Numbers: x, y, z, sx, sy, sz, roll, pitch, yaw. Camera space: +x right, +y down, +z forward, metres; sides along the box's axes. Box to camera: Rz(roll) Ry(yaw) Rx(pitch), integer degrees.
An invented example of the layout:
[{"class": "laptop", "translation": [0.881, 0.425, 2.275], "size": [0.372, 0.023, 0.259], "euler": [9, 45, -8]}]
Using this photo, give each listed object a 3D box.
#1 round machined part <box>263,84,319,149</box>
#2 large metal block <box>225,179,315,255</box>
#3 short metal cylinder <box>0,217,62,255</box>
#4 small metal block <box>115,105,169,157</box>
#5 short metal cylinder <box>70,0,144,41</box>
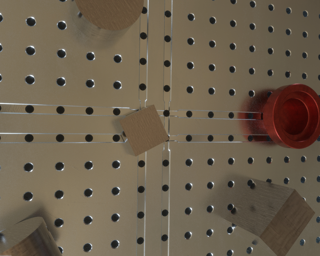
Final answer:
[{"class": "round machined part", "translation": [0.201, -0.018, 0.480], "size": [0.099, 0.042, 0.097], "euler": [0, 90, -21]}, {"class": "large metal block", "translation": [0.154, 0.126, 0.442], "size": [0.080, 0.080, 0.050], "euler": [-47, 105, -14]}, {"class": "short metal cylinder", "translation": [-0.152, 0.139, 0.328], "size": [0.081, 0.080, 0.050], "euler": [-26, 99, -18]}, {"class": "small metal block", "translation": [-0.023, 0.003, 0.405], "size": [0.050, 0.025, 0.050], "euler": [-27, 99, -18]}, {"class": "short metal cylinder", "translation": [-0.066, -0.151, 0.376], "size": [0.081, 0.050, 0.079], "euler": [0, 90, -21]}]
